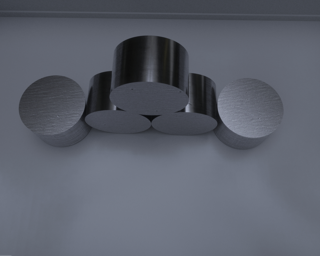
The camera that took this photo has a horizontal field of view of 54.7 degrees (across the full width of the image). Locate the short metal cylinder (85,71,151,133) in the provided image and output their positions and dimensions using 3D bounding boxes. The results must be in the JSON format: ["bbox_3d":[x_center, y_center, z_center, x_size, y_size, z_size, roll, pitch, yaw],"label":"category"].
[{"bbox_3d":[-0.050,-0.030,0.389,0.080,0.080,0.050,2,70,0],"label":"short metal cylinder"}]

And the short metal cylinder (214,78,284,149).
[{"bbox_3d":[0.111,-0.017,0.402,0.081,0.050,0.080,0,70,0],"label":"short metal cylinder"}]

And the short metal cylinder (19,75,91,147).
[{"bbox_3d":[-0.131,-0.021,0.401,0.081,0.050,0.080,0,70,0],"label":"short metal cylinder"}]

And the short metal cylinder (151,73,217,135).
[{"bbox_3d":[0.030,-0.027,0.388,0.080,0.080,0.050,2,70,0],"label":"short metal cylinder"}]

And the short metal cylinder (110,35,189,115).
[{"bbox_3d":[-0.010,-0.051,0.324,0.080,0.080,0.050,2,70,0],"label":"short metal cylinder"}]
